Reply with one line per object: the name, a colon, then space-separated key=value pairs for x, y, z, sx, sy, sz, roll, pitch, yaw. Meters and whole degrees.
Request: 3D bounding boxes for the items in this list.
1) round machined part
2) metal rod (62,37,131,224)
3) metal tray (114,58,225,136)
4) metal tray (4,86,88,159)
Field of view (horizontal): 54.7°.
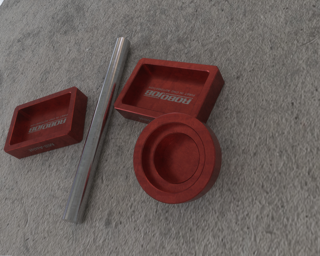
round machined part: x=0.022 y=0.034 z=0.348 sx=0.098 sy=0.042 sz=0.098 roll=-6 pitch=77 yaw=28
metal rod: x=-0.087 y=-0.014 z=0.457 sx=0.025 sy=0.025 sz=0.300 roll=-4 pitch=60 yaw=26
metal tray: x=0.010 y=-0.047 z=0.423 sx=0.130 sy=0.030 sz=0.090 roll=15 pitch=69 yaw=34
metal tray: x=-0.184 y=-0.008 z=0.501 sx=0.130 sy=0.030 sz=0.090 roll=-15 pitch=56 yaw=19
